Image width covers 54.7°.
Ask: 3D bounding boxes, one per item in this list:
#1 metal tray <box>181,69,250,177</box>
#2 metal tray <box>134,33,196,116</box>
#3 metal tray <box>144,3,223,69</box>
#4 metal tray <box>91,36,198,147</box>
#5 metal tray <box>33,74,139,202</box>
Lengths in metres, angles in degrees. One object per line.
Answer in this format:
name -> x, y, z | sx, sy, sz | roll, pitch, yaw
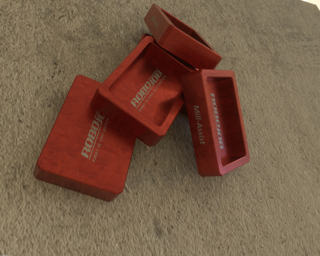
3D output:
metal tray -> 0.076, -0.010, 0.407 | 0.091, 0.030, 0.129 | -11, 91, -50
metal tray -> 0.019, -0.075, 0.460 | 0.131, 0.030, 0.090 | 24, 53, -14
metal tray -> 0.030, -0.134, 0.458 | 0.090, 0.030, 0.130 | 24, 25, -26
metal tray -> -0.012, -0.051, 0.389 | 0.090, 0.030, 0.130 | 36, 51, -5
metal tray -> -0.075, 0.009, 0.356 | 0.091, 0.030, 0.130 | 22, 53, -15
